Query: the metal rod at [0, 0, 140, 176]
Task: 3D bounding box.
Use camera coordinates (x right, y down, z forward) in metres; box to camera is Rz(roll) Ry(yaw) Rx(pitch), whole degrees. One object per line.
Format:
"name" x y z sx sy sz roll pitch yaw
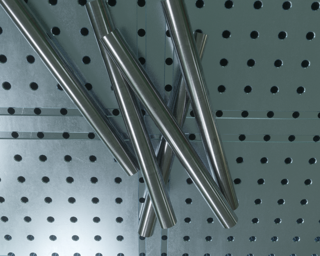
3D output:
"metal rod" -0.114 -0.060 0.389 0.025 0.025 0.299 -30 108 10

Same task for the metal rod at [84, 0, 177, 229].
"metal rod" -0.032 -0.007 0.393 0.025 0.025 0.298 -16 103 5

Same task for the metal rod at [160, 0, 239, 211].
"metal rod" 0.058 -0.011 0.390 0.025 0.025 0.298 -17 117 6

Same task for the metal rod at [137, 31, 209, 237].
"metal rod" 0.012 0.022 0.421 0.025 0.025 0.298 12 110 -5

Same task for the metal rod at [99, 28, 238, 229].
"metal rod" 0.021 0.014 0.391 0.025 0.025 0.299 -30 109 10
